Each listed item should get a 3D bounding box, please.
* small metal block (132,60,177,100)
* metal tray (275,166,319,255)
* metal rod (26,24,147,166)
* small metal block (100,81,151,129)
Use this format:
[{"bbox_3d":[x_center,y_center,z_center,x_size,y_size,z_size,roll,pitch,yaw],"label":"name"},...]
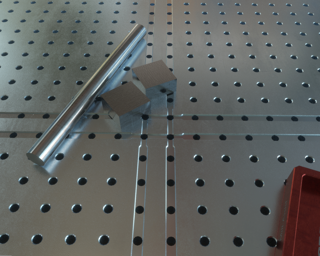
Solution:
[{"bbox_3d":[-0.009,-0.073,0.469,0.050,0.025,0.050,-21,53,-17],"label":"small metal block"},{"bbox_3d":[0.171,0.109,0.313,0.090,0.030,0.130,17,52,13],"label":"metal tray"},{"bbox_3d":[-0.093,-0.068,0.463,0.025,0.025,0.301,18,52,14],"label":"metal rod"},{"bbox_3d":[-0.048,-0.034,0.435,0.050,0.025,0.050,-29,56,-22],"label":"small metal block"}]
